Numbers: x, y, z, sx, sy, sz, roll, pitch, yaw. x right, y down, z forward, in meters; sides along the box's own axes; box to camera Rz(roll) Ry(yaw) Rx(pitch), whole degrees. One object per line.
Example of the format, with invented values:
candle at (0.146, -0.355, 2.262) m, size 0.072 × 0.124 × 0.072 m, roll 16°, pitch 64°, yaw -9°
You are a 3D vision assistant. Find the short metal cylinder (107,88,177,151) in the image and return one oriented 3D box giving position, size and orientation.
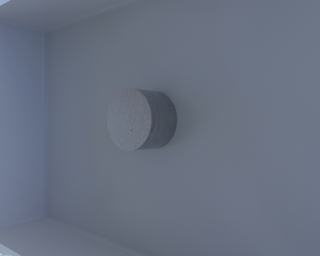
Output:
short metal cylinder at (-0.025, -0.011, 0.412) m, size 0.080 × 0.050 × 0.080 m, roll 0°, pitch 90°, yaw 40°
